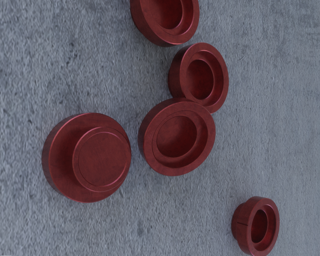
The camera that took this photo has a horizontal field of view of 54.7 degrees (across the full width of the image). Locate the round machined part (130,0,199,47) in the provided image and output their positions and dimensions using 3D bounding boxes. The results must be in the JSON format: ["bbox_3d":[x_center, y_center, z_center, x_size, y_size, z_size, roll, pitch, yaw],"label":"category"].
[{"bbox_3d":[0.002,-0.152,0.394,0.099,0.042,0.097,0,90,-40],"label":"round machined part"}]

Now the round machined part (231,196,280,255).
[{"bbox_3d":[0.159,0.165,0.527,0.099,0.042,0.097,0,90,-40],"label":"round machined part"}]

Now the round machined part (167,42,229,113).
[{"bbox_3d":[0.049,-0.067,0.434,0.099,0.042,0.097,0,90,-40],"label":"round machined part"}]

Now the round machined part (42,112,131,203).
[{"bbox_3d":[-0.071,0.032,0.334,0.099,0.042,0.097,0,90,-40],"label":"round machined part"}]

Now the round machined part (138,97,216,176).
[{"bbox_3d":[0.018,0.008,0.393,0.099,0.042,0.097,-9,112,-22],"label":"round machined part"}]
